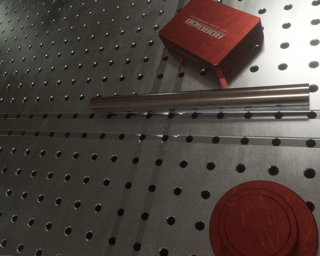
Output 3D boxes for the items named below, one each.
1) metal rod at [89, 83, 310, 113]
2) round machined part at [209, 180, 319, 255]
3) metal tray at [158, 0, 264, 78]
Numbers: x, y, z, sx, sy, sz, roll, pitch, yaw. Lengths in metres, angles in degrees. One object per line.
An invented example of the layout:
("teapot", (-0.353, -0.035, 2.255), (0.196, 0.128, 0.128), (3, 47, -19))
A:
("metal rod", (0.032, -0.036, 0.412), (0.300, 0.025, 0.025), (0, 62, 27))
("round machined part", (0.093, 0.095, 0.290), (0.098, 0.042, 0.098), (-13, 56, 20))
("metal tray", (0.071, -0.137, 0.451), (0.090, 0.030, 0.130), (-46, 51, -4))
